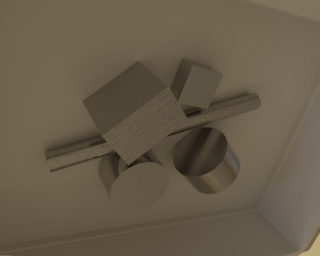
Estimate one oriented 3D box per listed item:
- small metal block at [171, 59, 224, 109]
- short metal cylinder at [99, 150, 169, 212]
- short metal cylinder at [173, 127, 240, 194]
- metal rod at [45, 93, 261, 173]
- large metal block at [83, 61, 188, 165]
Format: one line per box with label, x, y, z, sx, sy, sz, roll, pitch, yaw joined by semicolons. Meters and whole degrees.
small metal block;0.046;-0.056;0.399;0.050;0.025;0.050;9;114;-33
short metal cylinder;-0.035;0.065;0.412;0.081;0.050;0.079;-14;125;-21
short metal cylinder;0.066;0.046;0.438;0.080;0.080;0.050;-40;130;-1
metal rod;0.006;0.000;0.412;0.302;0.025;0.025;-16;125;-20
large metal block;-0.029;-0.019;0.345;0.080;0.080;0.050;-37;130;-4
